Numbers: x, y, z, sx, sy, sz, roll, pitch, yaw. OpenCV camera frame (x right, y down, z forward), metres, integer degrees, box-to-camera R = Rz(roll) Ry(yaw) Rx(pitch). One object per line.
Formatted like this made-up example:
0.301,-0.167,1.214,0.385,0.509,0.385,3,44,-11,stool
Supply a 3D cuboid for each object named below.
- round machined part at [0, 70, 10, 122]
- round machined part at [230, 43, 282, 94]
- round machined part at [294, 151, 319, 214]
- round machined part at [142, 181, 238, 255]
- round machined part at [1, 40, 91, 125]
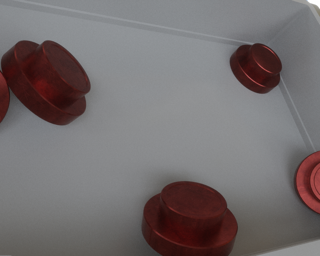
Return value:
-0.197,-0.034,0.285,0.099,0.097,0.042,-14,36,-34,round machined part
0.180,-0.114,0.561,0.099,0.042,0.098,14,56,-21,round machined part
0.248,0.079,0.445,0.098,0.042,0.098,-3,78,15,round machined part
0.032,0.090,0.323,0.099,0.042,0.098,7,19,-2,round machined part
-0.114,-0.055,0.335,0.098,0.042,0.098,51,16,-20,round machined part
